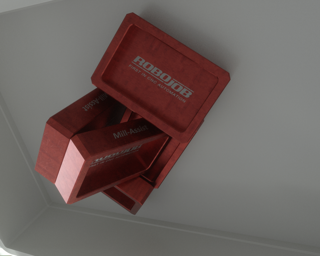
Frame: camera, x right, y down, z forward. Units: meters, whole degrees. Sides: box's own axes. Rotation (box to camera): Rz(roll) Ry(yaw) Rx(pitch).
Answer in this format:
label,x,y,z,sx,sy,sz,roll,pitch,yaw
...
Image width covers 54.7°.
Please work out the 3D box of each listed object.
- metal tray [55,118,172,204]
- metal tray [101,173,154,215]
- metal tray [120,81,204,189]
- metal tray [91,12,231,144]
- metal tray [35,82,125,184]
label,x,y,z,sx,sy,sz,roll,pitch,yaw
metal tray,-0.050,0.034,0.369,0.030,0.131,0.089,50,132,23
metal tray,-0.078,0.075,0.466,0.130,0.030,0.090,34,153,5
metal tray,-0.011,0.014,0.416,0.090,0.030,0.129,34,129,5
metal tray,0.000,-0.055,0.346,0.130,0.030,0.090,34,103,5
metal tray,-0.090,-0.001,0.382,0.030,0.131,0.089,35,129,6
